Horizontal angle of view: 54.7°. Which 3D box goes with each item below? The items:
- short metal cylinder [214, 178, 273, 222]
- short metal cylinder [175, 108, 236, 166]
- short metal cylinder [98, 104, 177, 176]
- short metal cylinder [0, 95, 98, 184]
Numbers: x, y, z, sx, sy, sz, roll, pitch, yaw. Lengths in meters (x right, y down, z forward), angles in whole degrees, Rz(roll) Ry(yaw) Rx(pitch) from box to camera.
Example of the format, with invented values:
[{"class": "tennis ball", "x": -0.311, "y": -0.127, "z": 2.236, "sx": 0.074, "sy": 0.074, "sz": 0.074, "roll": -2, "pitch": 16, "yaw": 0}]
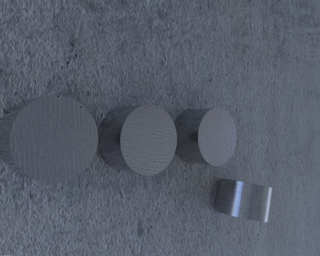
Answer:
[{"class": "short metal cylinder", "x": 0.128, "y": 0.110, "z": 0.476, "sx": 0.080, "sy": 0.080, "sz": 0.050, "roll": 18, "pitch": 79, "yaw": -39}, {"class": "short metal cylinder", "x": 0.064, "y": 0.012, "z": 0.442, "sx": 0.081, "sy": 0.050, "sz": 0.080, "roll": 0, "pitch": 90, "yaw": -40}, {"class": "short metal cylinder", "x": -0.026, "y": 0.013, "z": 0.366, "sx": 0.081, "sy": 0.050, "sz": 0.080, "roll": 0, "pitch": 90, "yaw": -40}, {"class": "short metal cylinder", "x": -0.108, "y": 0.010, "z": 0.298, "sx": 0.081, "sy": 0.050, "sz": 0.080, "roll": 0, "pitch": 90, "yaw": -40}]
